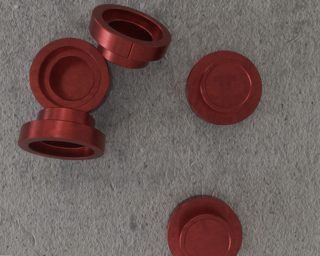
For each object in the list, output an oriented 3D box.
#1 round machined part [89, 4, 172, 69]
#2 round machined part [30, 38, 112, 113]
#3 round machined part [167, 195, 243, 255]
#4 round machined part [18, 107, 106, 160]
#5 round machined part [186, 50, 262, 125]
[{"bbox_3d":[-0.039,-0.109,0.383,0.098,0.098,0.042,26,127,0],"label":"round machined part"},{"bbox_3d":[-0.111,-0.062,0.400,0.099,0.042,0.097,0,90,0],"label":"round machined part"},{"bbox_3d":[0.059,0.140,0.402,0.099,0.042,0.097,0,90,0],"label":"round machined part"},{"bbox_3d":[-0.116,0.007,0.376,0.099,0.098,0.042,2,70,0],"label":"round machined part"},{"bbox_3d":[0.084,-0.052,0.402,0.099,0.042,0.097,0,90,0],"label":"round machined part"}]
